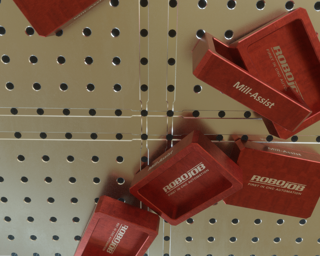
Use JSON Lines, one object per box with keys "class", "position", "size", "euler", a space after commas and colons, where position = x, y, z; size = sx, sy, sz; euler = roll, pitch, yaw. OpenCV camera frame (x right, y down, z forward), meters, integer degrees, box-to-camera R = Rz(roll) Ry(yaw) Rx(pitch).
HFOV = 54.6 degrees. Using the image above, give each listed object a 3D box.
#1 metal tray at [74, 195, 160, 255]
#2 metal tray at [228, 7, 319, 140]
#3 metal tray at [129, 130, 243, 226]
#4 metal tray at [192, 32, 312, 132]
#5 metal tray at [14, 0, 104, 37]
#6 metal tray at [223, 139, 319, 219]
{"class": "metal tray", "position": [-0.066, 0.164, 0.454], "size": [0.090, 0.030, 0.129], "euler": [23, 122, -8]}
{"class": "metal tray", "position": [0.152, -0.063, 0.373], "size": [0.090, 0.030, 0.130], "euler": [-30, 102, -1]}
{"class": "metal tray", "position": [0.033, 0.072, 0.417], "size": [0.090, 0.030, 0.130], "euler": [42, 122, -14]}
{"class": "metal tray", "position": [0.100, -0.056, 0.356], "size": [0.130, 0.090, 0.030], "euler": [28, 118, -10]}
{"class": "metal tray", "position": [-0.105, -0.175, 0.346], "size": [0.130, 0.030, 0.090], "euler": [-31, 107, 10]}
{"class": "metal tray", "position": [0.161, 0.073, 0.439], "size": [0.131, 0.030, 0.089], "euler": [11, 110, -5]}
